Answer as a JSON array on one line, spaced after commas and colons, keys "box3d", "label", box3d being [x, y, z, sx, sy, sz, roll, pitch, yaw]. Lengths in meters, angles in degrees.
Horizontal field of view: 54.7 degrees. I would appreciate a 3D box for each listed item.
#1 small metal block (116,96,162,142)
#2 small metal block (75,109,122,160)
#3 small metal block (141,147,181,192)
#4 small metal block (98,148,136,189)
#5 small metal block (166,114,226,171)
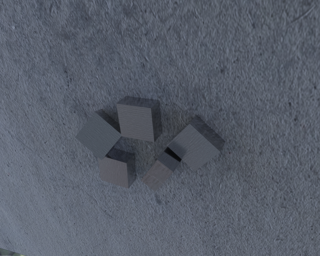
[{"box3d": [-0.027, -0.012, 0.413, 0.050, 0.025, 0.050, 9, 123, 23], "label": "small metal block"}, {"box3d": [-0.084, 0.009, 0.446, 0.050, 0.025, 0.050, 41, 107, 1], "label": "small metal block"}, {"box3d": [0.006, 0.051, 0.419, 0.025, 0.050, 0.050, 39, 129, 2], "label": "small metal block"}, {"box3d": [-0.066, 0.061, 0.479, 0.050, 0.025, 0.050, 13, 124, 20], "label": "small metal block"}, {"box3d": [0.046, 0.020, 0.395, 0.050, 0.025, 0.050, 43, 129, -2], "label": "small metal block"}]
